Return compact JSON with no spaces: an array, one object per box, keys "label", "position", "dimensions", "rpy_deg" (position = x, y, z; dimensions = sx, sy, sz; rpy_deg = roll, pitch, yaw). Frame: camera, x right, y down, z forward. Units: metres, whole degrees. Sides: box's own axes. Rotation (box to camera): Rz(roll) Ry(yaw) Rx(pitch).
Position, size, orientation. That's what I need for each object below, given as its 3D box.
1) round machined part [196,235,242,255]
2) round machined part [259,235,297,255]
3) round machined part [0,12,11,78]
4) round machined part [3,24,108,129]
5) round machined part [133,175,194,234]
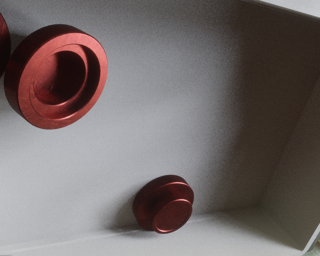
[{"label":"round machined part","position":[0.111,0.255,0.618],"dimensions":[0.099,0.042,0.097],"rpy_deg":[-14,124,-21]},{"label":"round machined part","position":[0.293,0.313,0.754],"dimensions":[0.099,0.042,0.097],"rpy_deg":[-14,124,-21]},{"label":"round machined part","position":[-0.177,-0.071,0.245],"dimensions":[0.099,0.042,0.097],"rpy_deg":[-27,131,-35]},{"label":"round machined part","position":[-0.101,-0.051,0.295],"dimensions":[0.099,0.042,0.097],"rpy_deg":[-40,149,-31]},{"label":"round machined part","position":[0.011,0.124,0.480],"dimensions":[0.099,0.042,0.097],"rpy_deg":[-14,124,-21]}]
